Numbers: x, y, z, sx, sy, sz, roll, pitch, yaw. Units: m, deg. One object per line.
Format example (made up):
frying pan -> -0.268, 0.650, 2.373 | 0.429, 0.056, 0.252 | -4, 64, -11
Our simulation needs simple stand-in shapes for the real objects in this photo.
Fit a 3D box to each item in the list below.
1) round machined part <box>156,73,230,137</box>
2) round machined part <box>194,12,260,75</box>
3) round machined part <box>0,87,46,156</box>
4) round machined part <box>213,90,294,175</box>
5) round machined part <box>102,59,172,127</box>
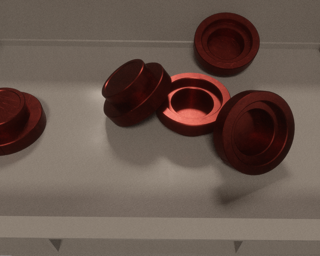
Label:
round machined part -> 0.043, -0.027, 0.417 | 0.099, 0.042, 0.098 | 0, 50, 0
round machined part -> 0.102, -0.128, 0.487 | 0.099, 0.042, 0.098 | 0, 74, 2
round machined part -> -0.205, -0.015, 0.404 | 0.099, 0.042, 0.098 | 0, 50, 0
round machined part -> 0.106, 0.004, 0.369 | 0.099, 0.097, 0.042 | -20, 15, -16
round machined part -> -0.037, -0.052, 0.407 | 0.098, 0.042, 0.098 | -26, 37, 22
